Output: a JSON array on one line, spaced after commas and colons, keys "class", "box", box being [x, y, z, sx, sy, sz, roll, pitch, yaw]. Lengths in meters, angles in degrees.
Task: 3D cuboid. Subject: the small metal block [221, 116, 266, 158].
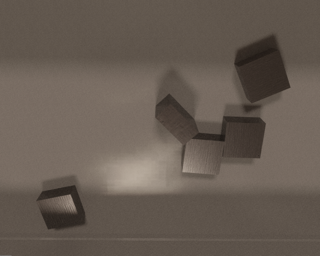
[{"class": "small metal block", "box": [0.110, 0.012, 0.418, 0.050, 0.025, 0.050, 2, 110, -2]}]

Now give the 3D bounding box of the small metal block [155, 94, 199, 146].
[{"class": "small metal block", "box": [0.021, -0.012, 0.394, 0.025, 0.050, 0.050, -42, 105, 14]}]

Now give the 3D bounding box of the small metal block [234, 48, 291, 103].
[{"class": "small metal block", "box": [0.128, -0.066, 0.389, 0.050, 0.025, 0.050, -23, 109, 7]}]

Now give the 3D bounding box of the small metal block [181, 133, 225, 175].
[{"class": "small metal block", "box": [0.058, 0.035, 0.425, 0.050, 0.025, 0.050, 5, 110, -2]}]

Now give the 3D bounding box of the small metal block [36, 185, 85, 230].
[{"class": "small metal block", "box": [-0.144, 0.116, 0.452, 0.050, 0.025, 0.050, -12, 110, 4]}]
